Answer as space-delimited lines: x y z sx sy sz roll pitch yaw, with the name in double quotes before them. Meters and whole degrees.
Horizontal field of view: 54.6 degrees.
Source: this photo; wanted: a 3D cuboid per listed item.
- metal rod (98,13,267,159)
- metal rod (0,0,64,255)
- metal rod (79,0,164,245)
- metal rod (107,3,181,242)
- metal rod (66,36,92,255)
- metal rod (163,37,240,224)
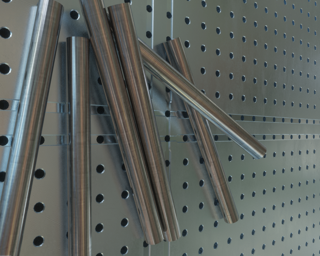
"metal rod" 0.043 -0.043 0.415 0.301 0.025 0.025 36 68 -25
"metal rod" -0.131 0.022 0.298 0.025 0.025 0.299 13 82 -39
"metal rod" -0.040 0.004 0.363 0.025 0.025 0.298 -25 109 -37
"metal rod" -0.014 0.008 0.377 0.025 0.025 0.298 -26 113 -37
"metal rod" -0.087 0.054 0.335 0.025 0.025 0.298 -1 91 -40
"metal rod" 0.066 0.014 0.463 0.025 0.025 0.299 -33 111 -35
